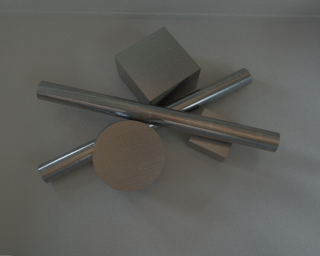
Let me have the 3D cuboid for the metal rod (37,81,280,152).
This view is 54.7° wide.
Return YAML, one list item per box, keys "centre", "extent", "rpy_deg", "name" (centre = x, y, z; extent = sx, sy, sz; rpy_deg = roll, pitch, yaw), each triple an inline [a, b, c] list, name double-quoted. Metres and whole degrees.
- centre: [-0.005, -0.016, 0.387]
  extent: [0.302, 0.025, 0.025]
  rpy_deg: [13, 71, 4]
  name: "metal rod"

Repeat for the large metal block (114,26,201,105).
- centre: [-0.004, -0.077, 0.422]
  extent: [0.080, 0.050, 0.080]
  rpy_deg: [-34, 74, -12]
  name: "large metal block"

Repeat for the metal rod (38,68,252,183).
- centre: [-0.012, -0.008, 0.410]
  extent: [0.302, 0.025, 0.025]
  rpy_deg: [-26, 72, -10]
  name: "metal rod"

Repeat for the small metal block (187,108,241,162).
- centre: [0.070, 0.010, 0.404]
  extent: [0.050, 0.025, 0.050]
  rpy_deg: [25, 72, 8]
  name: "small metal block"

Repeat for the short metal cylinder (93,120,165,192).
- centre: [-0.039, 0.030, 0.368]
  extent: [0.081, 0.050, 0.079]
  rpy_deg: [0, 92, -12]
  name: "short metal cylinder"
